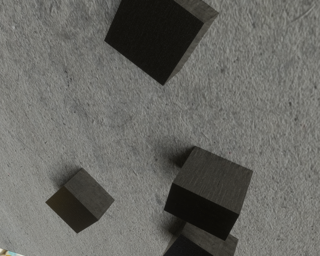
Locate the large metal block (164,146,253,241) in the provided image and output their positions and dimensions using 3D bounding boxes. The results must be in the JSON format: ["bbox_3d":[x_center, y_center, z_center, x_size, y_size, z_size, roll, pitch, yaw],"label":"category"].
[{"bbox_3d":[0.062,0.078,0.387,0.080,0.080,0.050,24,127,13],"label":"large metal block"}]

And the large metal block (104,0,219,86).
[{"bbox_3d":[0.000,-0.106,0.325,0.080,0.050,0.080,38,129,2],"label":"large metal block"}]

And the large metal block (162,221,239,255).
[{"bbox_3d":[0.060,0.186,0.474,0.080,0.050,0.079,32,129,7],"label":"large metal block"}]

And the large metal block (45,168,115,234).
[{"bbox_3d":[-0.141,0.129,0.545,0.080,0.050,0.080,47,129,-5],"label":"large metal block"}]
